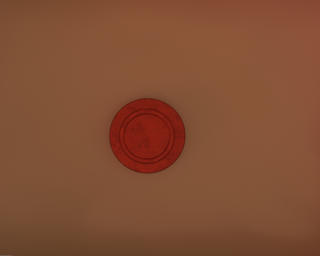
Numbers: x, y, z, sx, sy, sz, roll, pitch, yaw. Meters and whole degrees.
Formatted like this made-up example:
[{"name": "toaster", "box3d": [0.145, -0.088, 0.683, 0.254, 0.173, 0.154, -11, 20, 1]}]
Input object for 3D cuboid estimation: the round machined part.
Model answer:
[{"name": "round machined part", "box3d": [-0.016, 0.010, 0.399, 0.099, 0.042, 0.097, 0, 90, -1]}]
